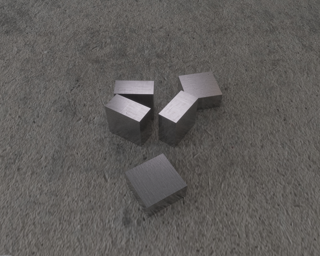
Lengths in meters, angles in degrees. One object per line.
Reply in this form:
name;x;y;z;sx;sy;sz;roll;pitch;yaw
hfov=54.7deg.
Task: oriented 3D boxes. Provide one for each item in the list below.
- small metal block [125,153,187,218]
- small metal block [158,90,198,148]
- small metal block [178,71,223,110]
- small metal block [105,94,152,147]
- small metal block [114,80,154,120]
small metal block;-0.005;0.064;0.349;0.050;0.025;0.050;-25;55;-20
small metal block;0.023;-0.011;0.396;0.025;0.050;0.050;28;56;22
small metal block;0.057;-0.053;0.448;0.050;0.025;0.050;-9;51;-8
small metal block;-0.039;-0.009;0.394;0.050;0.050;0.025;24;54;19
small metal block;-0.033;-0.037;0.417;0.050;0.050;0.025;1;50;1
